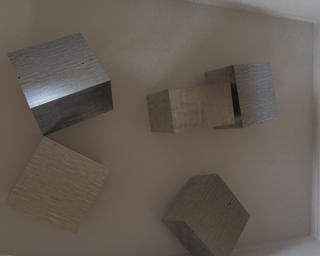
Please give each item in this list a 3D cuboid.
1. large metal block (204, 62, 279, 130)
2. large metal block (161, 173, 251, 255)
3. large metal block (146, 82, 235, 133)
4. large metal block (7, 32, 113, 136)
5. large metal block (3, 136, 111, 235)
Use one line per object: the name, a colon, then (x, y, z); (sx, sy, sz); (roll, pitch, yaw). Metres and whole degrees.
large metal block: (0.114, -0.045, 0.430); (0.081, 0.050, 0.079); (-13, 95, -37)
large metal block: (0.062, 0.119, 0.409); (0.080, 0.050, 0.080); (51, 55, -13)
large metal block: (0.036, -0.025, 0.396); (0.081, 0.080, 0.050); (-9, 93, -20)
large metal block: (-0.106, -0.049, 0.338); (0.081, 0.050, 0.080); (-24, 62, -19)
large metal block: (-0.116, 0.062, 0.355); (0.080, 0.050, 0.080); (30, 80, -18)
